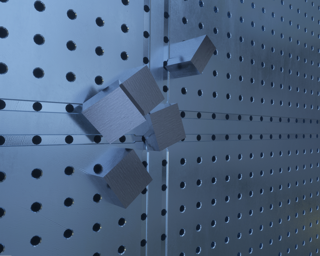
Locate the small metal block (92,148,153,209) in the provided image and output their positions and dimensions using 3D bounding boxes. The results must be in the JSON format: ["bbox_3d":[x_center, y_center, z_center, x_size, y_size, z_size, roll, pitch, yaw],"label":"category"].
[{"bbox_3d":[-0.044,0.060,0.374,0.050,0.025,0.050,-44,117,-31],"label":"small metal block"}]

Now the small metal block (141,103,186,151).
[{"bbox_3d":[0.003,-0.002,0.414,0.050,0.025,0.050,-25,106,-37],"label":"small metal block"}]

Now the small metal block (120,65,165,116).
[{"bbox_3d":[-0.029,-0.043,0.387,0.050,0.025,0.050,-44,117,-31],"label":"small metal block"}]

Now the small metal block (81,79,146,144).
[{"bbox_3d":[-0.052,-0.018,0.350,0.050,0.025,0.050,-33,118,7],"label":"small metal block"}]

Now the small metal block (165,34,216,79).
[{"bbox_3d":[0.042,-0.098,0.430,0.025,0.050,0.050,46,62,-31],"label":"small metal block"}]
